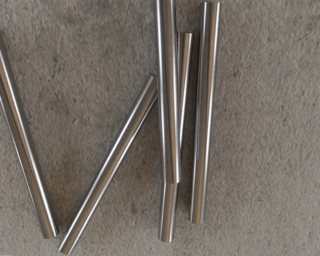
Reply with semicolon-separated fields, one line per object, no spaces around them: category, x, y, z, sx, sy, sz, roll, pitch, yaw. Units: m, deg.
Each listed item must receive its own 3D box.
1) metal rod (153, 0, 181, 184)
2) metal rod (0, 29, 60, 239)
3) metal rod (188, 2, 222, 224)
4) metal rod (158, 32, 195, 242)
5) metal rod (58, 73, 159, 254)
metal rod;0.008;-0.079;0.361;0.025;0.025;0.298;-3;103;0
metal rod;-0.183;0.020;0.414;0.025;0.025;0.298;-7;110;2
metal rod;0.057;-0.005;0.408;0.025;0.025;0.298;1;110;-1
metal rod;0.019;0.026;0.419;0.025;0.025;0.298;3;110;-2
metal rod;-0.073;0.061;0.431;0.025;0.025;0.298;27;108;-10
